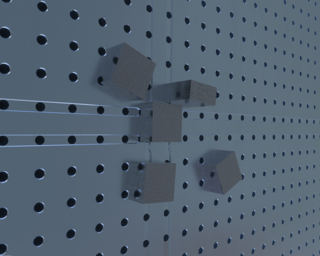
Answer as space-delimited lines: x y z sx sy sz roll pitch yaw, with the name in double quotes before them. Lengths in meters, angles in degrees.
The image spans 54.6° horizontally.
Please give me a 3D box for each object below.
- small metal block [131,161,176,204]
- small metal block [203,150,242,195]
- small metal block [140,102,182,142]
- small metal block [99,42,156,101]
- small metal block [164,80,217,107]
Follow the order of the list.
"small metal block" -0.008 0.069 0.402 0.050 0.025 0.050 7 86 -40
"small metal block" 0.100 0.069 0.492 0.050 0.025 0.050 -30 109 -36
"small metal block" 0.002 -0.007 0.410 0.050 0.025 0.050 2 89 -40
"small metal block" -0.038 -0.067 0.376 0.050 0.025 0.050 28 73 -37
"small metal block" 0.042 -0.046 0.426 0.050 0.050 0.025 9 84 -40
